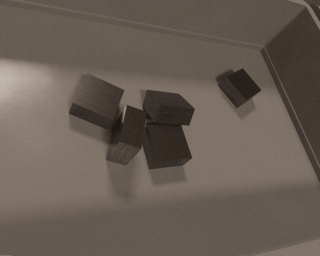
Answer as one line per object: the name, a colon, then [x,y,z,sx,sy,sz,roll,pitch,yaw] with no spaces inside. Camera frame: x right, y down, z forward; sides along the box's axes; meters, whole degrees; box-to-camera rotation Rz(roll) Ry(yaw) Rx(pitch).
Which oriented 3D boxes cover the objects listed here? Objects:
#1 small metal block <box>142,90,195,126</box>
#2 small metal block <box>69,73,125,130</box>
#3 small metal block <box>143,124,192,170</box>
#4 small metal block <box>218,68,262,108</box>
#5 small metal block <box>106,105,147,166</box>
small metal block: [0.011,-0.027,0.415,0.050,0.025,0.050,4,27,-27]
small metal block: [-0.078,-0.033,0.385,0.050,0.025,0.050,24,53,-14]
small metal block: [0.007,0.023,0.397,0.050,0.025,0.050,-2,63,-30]
small metal block: [0.135,-0.068,0.522,0.050,0.025,0.050,-30,79,-38]
small metal block: [-0.040,0.009,0.364,0.025,0.050,0.050,19,54,-18]
